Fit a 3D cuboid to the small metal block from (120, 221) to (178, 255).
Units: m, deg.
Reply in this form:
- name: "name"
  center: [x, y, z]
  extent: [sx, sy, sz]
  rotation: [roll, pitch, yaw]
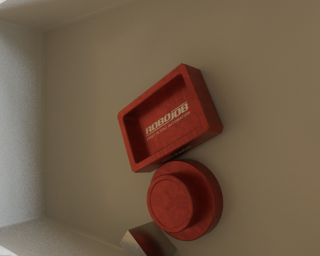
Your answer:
- name: "small metal block"
  center: [-0.015, 0.153, 0.401]
  extent: [0.050, 0.050, 0.025]
  rotation: [44, 116, 31]

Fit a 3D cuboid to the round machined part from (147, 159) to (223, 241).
- name: "round machined part"
  center: [0.023, 0.088, 0.375]
  extent: [0.098, 0.042, 0.097]
  rotation: [0, 90, 39]

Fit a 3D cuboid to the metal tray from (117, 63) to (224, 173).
- name: "metal tray"
  center: [0.006, -0.008, 0.390]
  extent: [0.130, 0.030, 0.090]
  rotation: [-33, 64, 34]
